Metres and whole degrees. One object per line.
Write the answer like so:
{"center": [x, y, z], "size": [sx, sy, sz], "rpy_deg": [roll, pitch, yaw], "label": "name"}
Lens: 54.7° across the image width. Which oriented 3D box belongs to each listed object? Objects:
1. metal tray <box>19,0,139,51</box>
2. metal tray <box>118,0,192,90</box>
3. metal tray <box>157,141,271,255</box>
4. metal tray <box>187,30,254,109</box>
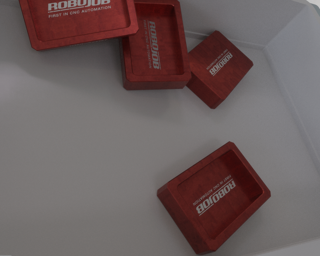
{"center": [-0.099, -0.150, 0.380], "size": [0.131, 0.030, 0.089], "rpy_deg": [-13, 104, -8], "label": "metal tray"}
{"center": [-0.011, -0.120, 0.438], "size": [0.091, 0.030, 0.129], "rpy_deg": [-3, 76, -15], "label": "metal tray"}
{"center": [0.072, 0.082, 0.390], "size": [0.131, 0.030, 0.090], "rpy_deg": [-27, 77, -37], "label": "metal tray"}
{"center": [0.091, -0.100, 0.512], "size": [0.090, 0.030, 0.131], "rpy_deg": [43, 51, 1], "label": "metal tray"}
